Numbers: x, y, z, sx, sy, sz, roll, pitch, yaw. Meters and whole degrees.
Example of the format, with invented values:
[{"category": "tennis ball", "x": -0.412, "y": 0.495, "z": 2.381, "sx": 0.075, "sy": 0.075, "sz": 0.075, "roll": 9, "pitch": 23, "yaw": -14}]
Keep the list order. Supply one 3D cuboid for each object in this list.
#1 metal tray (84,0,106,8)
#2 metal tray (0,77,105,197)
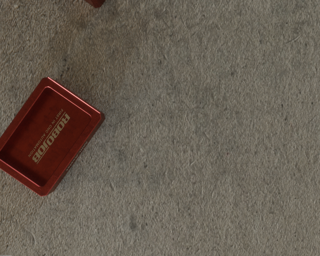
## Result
[{"category": "metal tray", "x": -0.111, "y": -0.234, "z": 0.406, "sx": 0.130, "sy": 0.030, "sz": 0.090, "roll": 36, "pitch": 90, "yaw": 0}, {"category": "metal tray", "x": -0.146, "y": 0.011, "z": 0.406, "sx": 0.090, "sy": 0.030, "sz": 0.130, "roll": 35, "pitch": 90, "yaw": 0}]
